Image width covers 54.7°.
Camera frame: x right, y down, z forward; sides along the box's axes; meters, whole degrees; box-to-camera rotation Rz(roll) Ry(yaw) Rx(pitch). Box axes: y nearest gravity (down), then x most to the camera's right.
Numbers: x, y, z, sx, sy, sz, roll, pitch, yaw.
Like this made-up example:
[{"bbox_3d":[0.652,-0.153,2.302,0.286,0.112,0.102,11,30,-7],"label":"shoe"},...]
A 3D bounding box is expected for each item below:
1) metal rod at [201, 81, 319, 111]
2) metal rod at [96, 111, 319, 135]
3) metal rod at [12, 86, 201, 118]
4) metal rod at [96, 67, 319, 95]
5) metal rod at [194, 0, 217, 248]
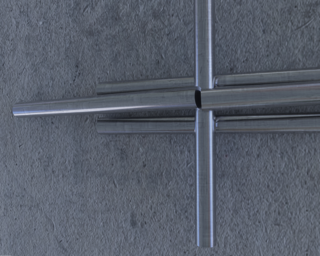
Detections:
[{"bbox_3d":[0.194,-0.038,0.316,0.301,0.025,0.025,-3,89,9],"label":"metal rod"},{"bbox_3d":[0.059,-0.005,0.388,0.301,0.025,0.025,-1,90,19],"label":"metal rod"},{"bbox_3d":[-0.089,-0.031,0.413,0.300,0.025,0.025,-1,90,29],"label":"metal rod"},{"bbox_3d":[0.059,-0.054,0.388,0.301,0.025,0.025,-1,90,19],"label":"metal rod"},{"bbox_3d":[0.053,-0.013,0.364,0.025,0.025,0.298,0,90,19],"label":"metal rod"}]
